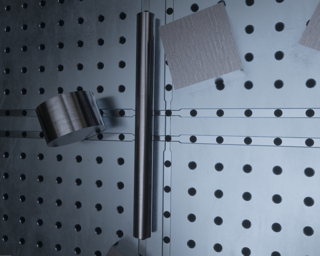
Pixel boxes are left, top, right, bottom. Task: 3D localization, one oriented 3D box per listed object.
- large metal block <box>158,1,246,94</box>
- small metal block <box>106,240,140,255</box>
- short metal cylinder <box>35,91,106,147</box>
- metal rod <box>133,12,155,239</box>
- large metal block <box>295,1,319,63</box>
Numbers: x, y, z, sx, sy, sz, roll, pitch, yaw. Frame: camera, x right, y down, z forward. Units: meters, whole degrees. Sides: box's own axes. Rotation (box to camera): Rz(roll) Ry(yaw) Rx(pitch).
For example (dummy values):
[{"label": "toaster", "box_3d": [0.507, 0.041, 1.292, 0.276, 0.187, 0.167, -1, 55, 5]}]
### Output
[{"label": "large metal block", "box_3d": [0.053, -0.093, 0.380, 0.080, 0.050, 0.080, -16, 85, 19]}, {"label": "small metal block", "box_3d": [-0.054, 0.195, 0.430, 0.050, 0.025, 0.050, 32, 100, 17]}, {"label": "short metal cylinder", "box_3d": [-0.122, -0.011, 0.425, 0.080, 0.080, 0.050, -24, 83, 18]}, {"label": "metal rod", "box_3d": [-0.021, -0.003, 0.419, 0.025, 0.025, 0.298, 1, 90, 19]}, {"label": "large metal block", "box_3d": [0.203, -0.106, 0.328, 0.080, 0.050, 0.080, 27, 99, 17]}]
